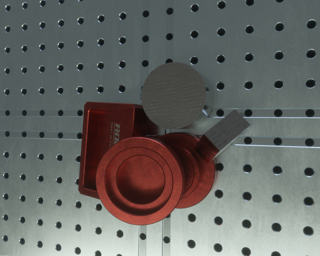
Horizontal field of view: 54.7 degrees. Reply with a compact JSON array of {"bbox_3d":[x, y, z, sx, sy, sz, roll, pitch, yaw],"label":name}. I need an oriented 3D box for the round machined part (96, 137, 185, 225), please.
[{"bbox_3d":[-0.020,0.058,0.359,0.098,0.042,0.097,0,92,9],"label":"round machined part"}]

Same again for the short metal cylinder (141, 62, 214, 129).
[{"bbox_3d":[0.023,-0.038,0.390,0.080,0.050,0.079,0,90,19],"label":"short metal cylinder"}]

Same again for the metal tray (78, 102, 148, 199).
[{"bbox_3d":[-0.065,0.031,0.420,0.090,0.030,0.129,6,92,34],"label":"metal tray"}]

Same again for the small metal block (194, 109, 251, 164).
[{"bbox_3d":[0.072,0.011,0.363,0.050,0.050,0.025,-37,76,-20],"label":"small metal block"}]

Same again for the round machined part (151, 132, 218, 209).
[{"bbox_3d":[0.021,0.054,0.394,0.098,0.042,0.097,0,90,19],"label":"round machined part"}]
